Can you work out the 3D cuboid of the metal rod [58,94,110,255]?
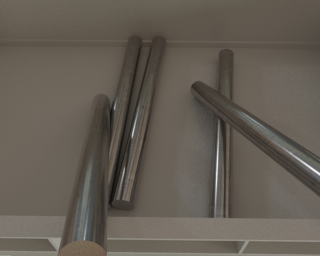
[{"bbox_3d":[-0.062,0.016,0.299,0.025,0.025,0.300,-7,21,-6],"label":"metal rod"}]

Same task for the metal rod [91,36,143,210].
[{"bbox_3d":[-0.054,-0.031,0.430,0.025,0.025,0.300,4,50,3],"label":"metal rod"}]

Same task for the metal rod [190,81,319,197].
[{"bbox_3d":[0.098,0.001,0.324,0.025,0.025,0.300,-14,26,-11],"label":"metal rod"}]

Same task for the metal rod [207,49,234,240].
[{"bbox_3d":[0.084,-0.005,0.409,0.025,0.025,0.300,7,50,6],"label":"metal rod"}]

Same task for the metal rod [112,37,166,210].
[{"bbox_3d":[-0.021,-0.031,0.430,0.025,0.025,0.300,6,50,5],"label":"metal rod"}]
